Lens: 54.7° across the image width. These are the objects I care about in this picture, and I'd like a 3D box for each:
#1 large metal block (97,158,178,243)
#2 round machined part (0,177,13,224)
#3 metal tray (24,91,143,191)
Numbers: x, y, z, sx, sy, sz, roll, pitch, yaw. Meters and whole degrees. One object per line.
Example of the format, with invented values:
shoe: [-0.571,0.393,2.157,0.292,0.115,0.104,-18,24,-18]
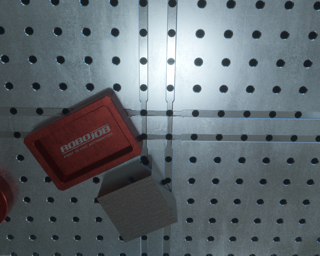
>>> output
large metal block: [-0.029,0.101,0.437,0.080,0.050,0.080,-25,108,8]
round machined part: [-0.268,0.109,0.442,0.099,0.042,0.097,0,110,0]
metal tray: [-0.100,0.019,0.416,0.130,0.030,0.090,-26,108,9]
